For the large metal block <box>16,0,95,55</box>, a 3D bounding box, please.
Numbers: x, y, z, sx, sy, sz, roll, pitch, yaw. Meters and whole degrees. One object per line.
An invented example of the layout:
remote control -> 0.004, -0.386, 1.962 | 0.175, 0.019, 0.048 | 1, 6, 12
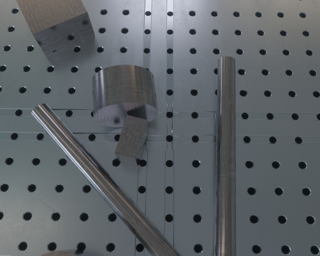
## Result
large metal block -> -0.155, -0.168, 0.459 | 0.080, 0.050, 0.080 | -26, 72, -9

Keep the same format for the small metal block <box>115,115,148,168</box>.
small metal block -> -0.034, 0.018, 0.392 | 0.025, 0.050, 0.050 | 14, 71, 5

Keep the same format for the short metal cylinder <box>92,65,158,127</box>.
short metal cylinder -> -0.045, -0.038, 0.396 | 0.081, 0.080, 0.050 | -6, 70, -2

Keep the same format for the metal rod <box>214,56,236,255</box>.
metal rod -> 0.084, 0.043, 0.396 | 0.025, 0.025, 0.299 | 4, 70, 1

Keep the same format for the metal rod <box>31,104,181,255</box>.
metal rod -> -0.060, 0.079, 0.382 | 0.025, 0.025, 0.300 | -41, 75, -14

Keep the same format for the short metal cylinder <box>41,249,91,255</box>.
short metal cylinder -> -0.105, 0.174, 0.334 | 0.081, 0.050, 0.080 | 0, 70, 0
